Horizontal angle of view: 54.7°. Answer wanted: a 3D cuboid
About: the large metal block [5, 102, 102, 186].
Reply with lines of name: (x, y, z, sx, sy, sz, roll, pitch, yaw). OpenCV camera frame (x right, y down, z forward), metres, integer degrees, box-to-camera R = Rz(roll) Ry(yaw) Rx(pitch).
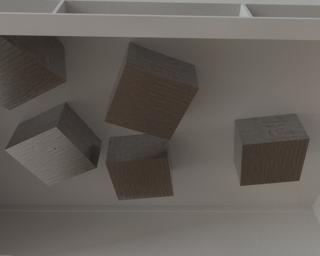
large metal block: (-0.137, 0.023, 0.411, 0.080, 0.050, 0.080, -22, 127, 17)

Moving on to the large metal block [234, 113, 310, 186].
large metal block: (0.146, 0.031, 0.421, 0.080, 0.050, 0.080, -6, 130, 4)

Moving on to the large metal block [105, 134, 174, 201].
large metal block: (-0.025, 0.055, 0.439, 0.080, 0.050, 0.080, -6, 130, 4)

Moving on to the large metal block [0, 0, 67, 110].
large metal block: (-0.155, -0.069, 0.313, 0.080, 0.050, 0.080, -22, 152, 18)

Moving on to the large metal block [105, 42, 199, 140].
large metal block: (-0.011, -0.040, 0.358, 0.081, 0.050, 0.079, 16, 128, -14)
